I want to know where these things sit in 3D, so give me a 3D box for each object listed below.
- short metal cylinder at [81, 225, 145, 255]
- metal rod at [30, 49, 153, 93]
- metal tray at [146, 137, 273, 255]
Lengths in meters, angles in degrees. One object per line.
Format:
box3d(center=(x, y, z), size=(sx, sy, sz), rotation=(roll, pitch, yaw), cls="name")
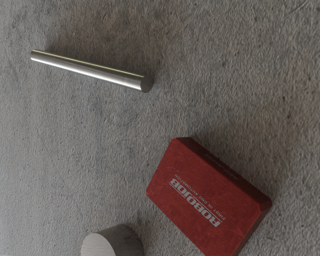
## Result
box3d(center=(-0.069, 0.185, 0.446), size=(0.080, 0.050, 0.080), rotation=(0, 90, 40), cls="short metal cylinder")
box3d(center=(-0.129, -0.100, 0.511), size=(0.300, 0.025, 0.025), rotation=(20, 103, 38), cls="metal rod")
box3d(center=(0.050, 0.081, 0.361), size=(0.130, 0.030, 0.089), rotation=(39, 114, 33), cls="metal tray")
